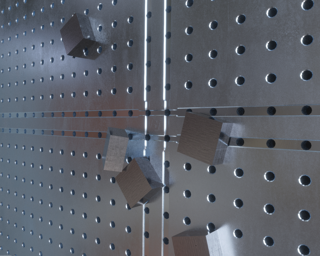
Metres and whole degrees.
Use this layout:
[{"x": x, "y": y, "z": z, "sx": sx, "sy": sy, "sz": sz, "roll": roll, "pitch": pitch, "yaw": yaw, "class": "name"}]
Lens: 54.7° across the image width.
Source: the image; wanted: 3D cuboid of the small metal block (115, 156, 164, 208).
[{"x": -0.029, "y": 0.075, "z": 0.432, "sx": 0.050, "sy": 0.025, "sz": 0.050, "roll": -47, "pitch": 63, "yaw": 29, "class": "small metal block"}]

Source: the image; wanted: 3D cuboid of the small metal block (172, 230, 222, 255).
[{"x": 0.046, "y": 0.152, "z": 0.370, "sx": 0.050, "sy": 0.025, "sz": 0.050, "roll": -18, "pitch": 79, "yaw": 38, "class": "small metal block"}]

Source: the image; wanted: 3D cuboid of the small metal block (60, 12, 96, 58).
[{"x": -0.138, "y": -0.155, "z": 0.521, "sx": 0.050, "sy": 0.025, "sz": 0.050, "roll": -30, "pitch": 72, "yaw": 35, "class": "small metal block"}]

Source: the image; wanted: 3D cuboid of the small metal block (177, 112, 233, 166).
[{"x": 0.052, "y": 0.011, "z": 0.365, "sx": 0.050, "sy": 0.025, "sz": 0.050, "roll": 20, "pitch": 103, "yaw": 38, "class": "small metal block"}]

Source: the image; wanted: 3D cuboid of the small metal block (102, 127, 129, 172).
[{"x": -0.065, "y": 0.030, "z": 0.445, "sx": 0.050, "sy": 0.025, "sz": 0.050, "roll": -135, "pitch": 56, "yaw": -72, "class": "small metal block"}]
